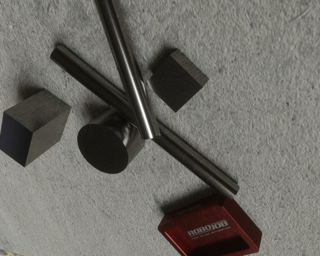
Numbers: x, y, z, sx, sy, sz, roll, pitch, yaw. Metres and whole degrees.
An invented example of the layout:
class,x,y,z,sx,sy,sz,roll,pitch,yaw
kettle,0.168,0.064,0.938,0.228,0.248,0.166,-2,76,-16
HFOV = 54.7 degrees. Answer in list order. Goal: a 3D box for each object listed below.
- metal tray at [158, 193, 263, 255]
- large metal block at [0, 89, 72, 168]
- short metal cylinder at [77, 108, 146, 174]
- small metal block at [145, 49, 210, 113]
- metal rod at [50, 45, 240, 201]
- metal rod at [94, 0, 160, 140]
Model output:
class,x,y,z,sx,sy,sz,roll,pitch,yaw
metal tray,0.071,0.154,0.460,0.130,0.030,0.090,-34,100,38
large metal block,-0.188,-0.001,0.467,0.050,0.080,0.079,36,129,4
short metal cylinder,-0.067,0.017,0.435,0.080,0.050,0.079,13,124,20
small metal block,0.020,-0.054,0.362,0.050,0.025,0.050,44,129,-3
metal rod,-0.021,-0.007,0.411,0.300,0.025,0.025,39,129,1
metal rod,-0.055,-0.126,0.341,0.025,0.025,0.298,-7,111,31
